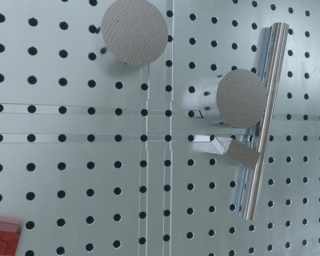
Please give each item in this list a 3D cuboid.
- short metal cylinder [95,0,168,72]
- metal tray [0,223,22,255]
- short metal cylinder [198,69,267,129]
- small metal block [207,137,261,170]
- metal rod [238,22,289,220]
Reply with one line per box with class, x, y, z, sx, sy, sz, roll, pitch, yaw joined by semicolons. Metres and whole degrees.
short metal cylinder;-0.036;-0.113;0.386;0.081;0.050;0.080;0;90;-20
metal tray;-0.227;0.142;0.326;0.131;0.030;0.090;16;85;-20
short metal cylinder;0.102;-0.039;0.437;0.081;0.050;0.080;0;90;-20
small metal block;0.103;0.035;0.437;0.050;0.050;0.025;26;82;-18
metal rod;0.158;-0.012;0.470;0.025;0.025;0.298;13;86;-20
